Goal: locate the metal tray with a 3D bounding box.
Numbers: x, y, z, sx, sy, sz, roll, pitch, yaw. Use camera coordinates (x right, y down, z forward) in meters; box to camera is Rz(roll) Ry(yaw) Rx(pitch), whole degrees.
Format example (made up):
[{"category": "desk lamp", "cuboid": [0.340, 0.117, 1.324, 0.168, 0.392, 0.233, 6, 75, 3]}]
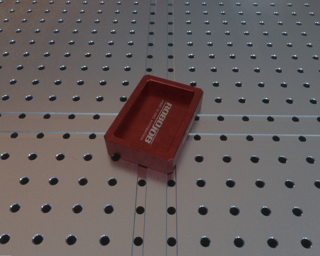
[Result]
[{"category": "metal tray", "cuboid": [-0.004, -0.011, 0.414, 0.090, 0.030, 0.130, 17, 52, 13]}]
